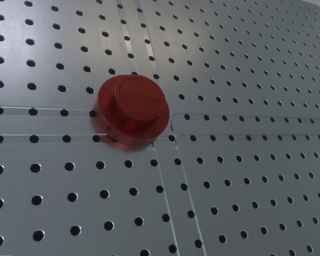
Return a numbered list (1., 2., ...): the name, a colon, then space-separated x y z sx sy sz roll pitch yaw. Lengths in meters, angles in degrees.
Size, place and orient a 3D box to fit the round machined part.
1. round machined part: -0.031 -0.030 0.398 0.099 0.042 0.098 13 56 -21
